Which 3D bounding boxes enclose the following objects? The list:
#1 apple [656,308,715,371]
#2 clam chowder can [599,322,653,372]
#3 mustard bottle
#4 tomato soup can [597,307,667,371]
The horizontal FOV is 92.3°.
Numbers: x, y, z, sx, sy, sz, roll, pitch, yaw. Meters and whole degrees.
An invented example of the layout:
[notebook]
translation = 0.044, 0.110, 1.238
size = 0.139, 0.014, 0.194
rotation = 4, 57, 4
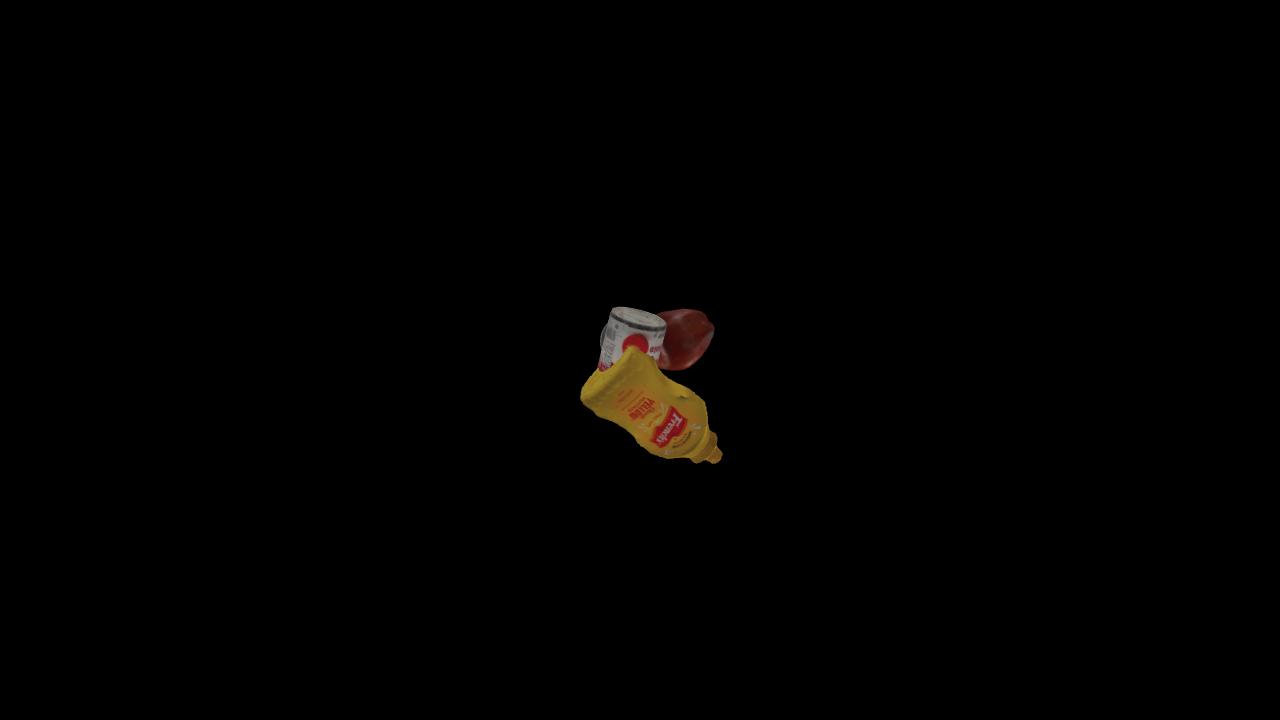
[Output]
[apple]
translation = 0.044, -0.025, 0.755
size = 0.093, 0.079, 0.079
rotation = -28, 12, -24
[clam chowder can]
translation = -0.011, -0.008, 0.768
size = 0.068, 0.068, 0.102
rotation = 0, -18, 3
[mustard bottle]
translation = 0.028, 0.064, 0.708
size = 0.184, 0.092, 0.054
rotation = 39, 14, -21
[tomato soup can]
translation = -0.012, -0.003, 0.701
size = 0.068, 0.101, 0.068
rotation = 13, 17, -4
